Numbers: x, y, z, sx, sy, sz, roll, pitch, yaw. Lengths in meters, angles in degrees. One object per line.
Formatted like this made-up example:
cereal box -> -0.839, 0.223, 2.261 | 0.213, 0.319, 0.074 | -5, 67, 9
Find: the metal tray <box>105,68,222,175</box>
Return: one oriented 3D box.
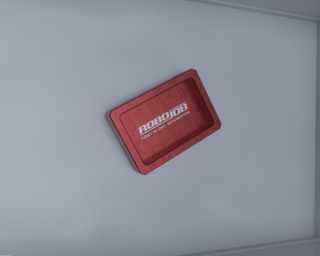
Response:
metal tray -> 0.007, -0.010, 0.407 | 0.131, 0.030, 0.090 | -30, 100, -18
